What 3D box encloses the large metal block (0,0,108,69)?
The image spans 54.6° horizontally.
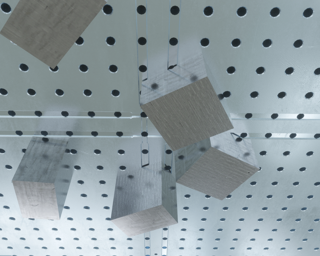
[{"bbox_3d":[-0.087,-0.113,0.278,0.050,0.080,0.080,35,122,-26],"label":"large metal block"}]

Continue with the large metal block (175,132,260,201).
[{"bbox_3d":[0.077,0.048,0.437,0.080,0.050,0.080,25,126,-20],"label":"large metal block"}]

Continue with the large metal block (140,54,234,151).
[{"bbox_3d":[0.032,-0.028,0.371,0.080,0.050,0.080,-23,127,18],"label":"large metal block"}]

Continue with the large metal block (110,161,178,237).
[{"bbox_3d":[-0.022,0.106,0.465,0.080,0.080,0.050,-21,127,17],"label":"large metal block"}]

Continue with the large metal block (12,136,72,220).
[{"bbox_3d":[-0.159,0.070,0.434,0.050,0.080,0.080,5,130,-5],"label":"large metal block"}]
